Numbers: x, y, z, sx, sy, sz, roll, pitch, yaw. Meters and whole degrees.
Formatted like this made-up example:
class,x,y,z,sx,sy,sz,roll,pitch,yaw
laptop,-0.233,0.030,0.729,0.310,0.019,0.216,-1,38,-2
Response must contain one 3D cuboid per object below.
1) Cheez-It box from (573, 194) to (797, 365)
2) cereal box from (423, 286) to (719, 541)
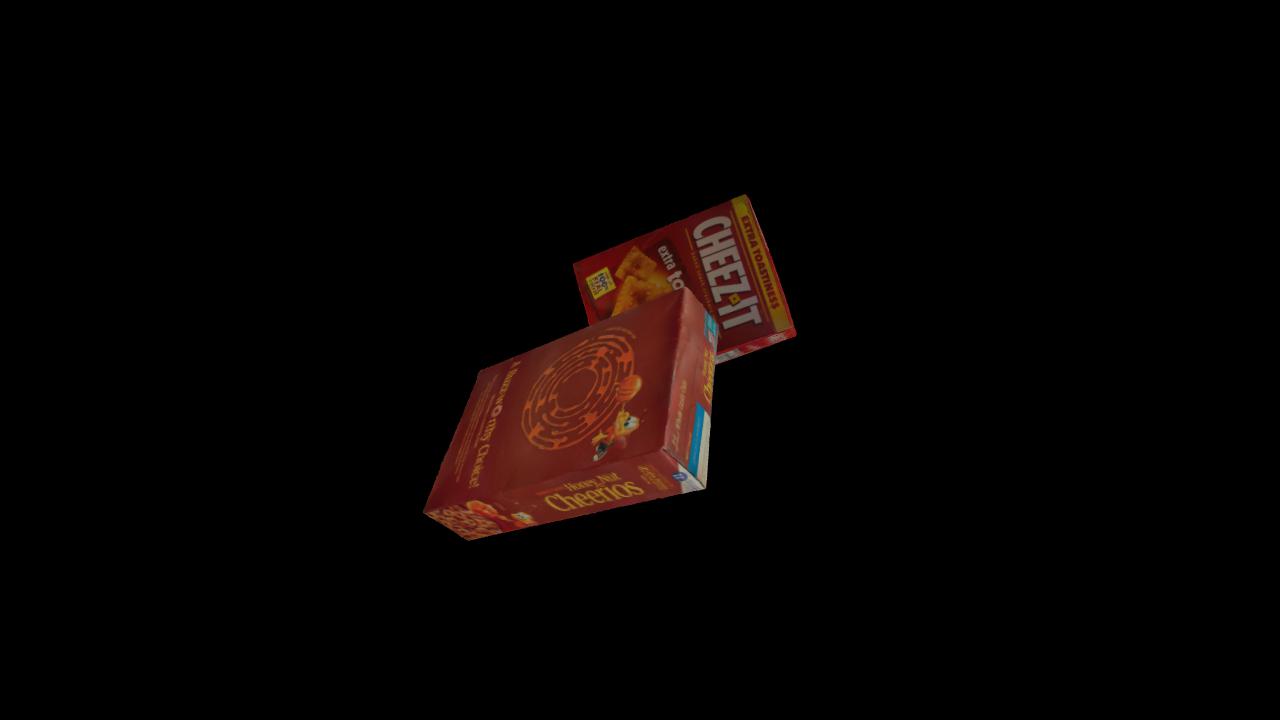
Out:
class,x,y,z,sx,sy,sz,roll,pitch,yaw
Cheez-It box,0.049,-0.070,0.718,0.223,0.166,0.071,-19,-12,14
cereal box,-0.069,0.062,0.643,0.306,0.203,0.081,-20,-49,29
